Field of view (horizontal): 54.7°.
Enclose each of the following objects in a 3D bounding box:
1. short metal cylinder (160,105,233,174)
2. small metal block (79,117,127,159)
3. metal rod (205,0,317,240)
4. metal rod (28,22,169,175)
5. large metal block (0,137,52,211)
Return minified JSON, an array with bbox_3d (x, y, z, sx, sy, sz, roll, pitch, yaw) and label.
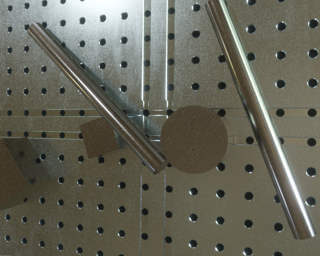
[{"bbox_3d":[0.047,0.013,0.383,0.080,0.050,0.079,0,90,20],"label":"short metal cylinder"},{"bbox_3d":[-0.081,0.012,0.441,0.050,0.025,0.050,-19,84,19],"label":"small metal block"},{"bbox_3d":[0.117,-0.018,0.371,0.025,0.025,0.299,-21,83,19],"label":"metal rod"},{"bbox_3d":[-0.096,-0.053,0.427,0.300,0.025,0.025,46,104,21],"label":"metal rod"},{"bbox_3d":[-0.232,0.071,0.481,0.080,0.050,0.080,-38,78,16],"label":"large metal block"}]
